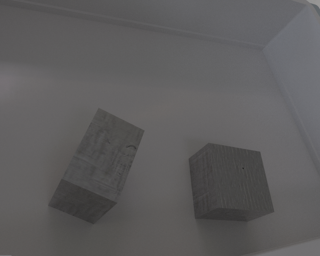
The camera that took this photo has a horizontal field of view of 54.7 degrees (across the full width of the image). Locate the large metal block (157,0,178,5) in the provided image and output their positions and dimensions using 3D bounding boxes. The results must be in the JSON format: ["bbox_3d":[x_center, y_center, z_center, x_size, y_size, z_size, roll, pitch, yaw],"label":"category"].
[{"bbox_3d":[-0.004,-0.280,0.560,0.081,0.050,0.080,4,60,-26],"label":"large metal block"}]

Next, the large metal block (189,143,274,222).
[{"bbox_3d":[0.088,0.071,0.393,0.081,0.050,0.080,10,57,-23],"label":"large metal block"}]

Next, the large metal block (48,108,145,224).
[{"bbox_3d":[-0.064,0.040,0.311,0.050,0.080,0.080,27,52,-12],"label":"large metal block"}]
